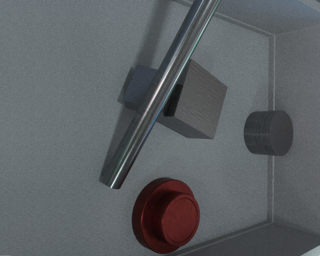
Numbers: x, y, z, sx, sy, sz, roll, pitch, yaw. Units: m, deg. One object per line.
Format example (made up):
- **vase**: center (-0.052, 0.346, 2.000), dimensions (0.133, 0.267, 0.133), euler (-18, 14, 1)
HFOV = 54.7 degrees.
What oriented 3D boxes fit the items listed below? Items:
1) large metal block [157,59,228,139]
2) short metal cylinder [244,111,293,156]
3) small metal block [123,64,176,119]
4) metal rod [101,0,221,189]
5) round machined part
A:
- **large metal block**: center (0.040, -0.036, 0.426), dimensions (0.080, 0.050, 0.080), euler (28, 72, -38)
- **short metal cylinder**: center (0.196, 0.009, 0.558), dimensions (0.081, 0.050, 0.079), euler (0, 90, -40)
- **small metal block**: center (-0.011, -0.045, 0.380), dimensions (0.025, 0.050, 0.050), euler (75, 33, -71)
- **metal rod**: center (0.013, -0.065, 0.338), dimensions (0.025, 0.025, 0.299), euler (21, 102, -39)
- **round machined part**: center (0.015, 0.118, 0.411), dimensions (0.099, 0.042, 0.097), euler (0, 90, -40)
